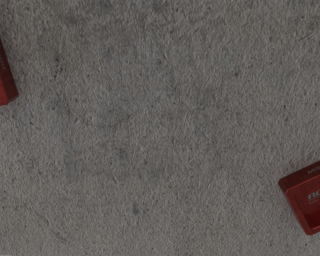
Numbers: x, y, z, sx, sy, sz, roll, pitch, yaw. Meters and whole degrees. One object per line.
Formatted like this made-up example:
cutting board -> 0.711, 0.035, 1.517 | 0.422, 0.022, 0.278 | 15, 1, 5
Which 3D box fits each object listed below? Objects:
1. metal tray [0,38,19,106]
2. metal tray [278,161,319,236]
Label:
metal tray -> -0.238, -0.087, 0.372 | 0.091, 0.030, 0.129 | -9, 110, 3
metal tray -> 0.249, 0.088, 0.441 | 0.130, 0.030, 0.090 | -28, 108, 10
